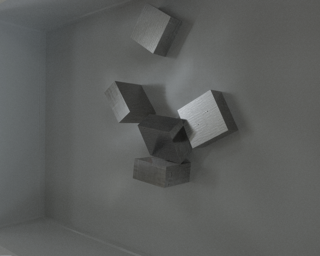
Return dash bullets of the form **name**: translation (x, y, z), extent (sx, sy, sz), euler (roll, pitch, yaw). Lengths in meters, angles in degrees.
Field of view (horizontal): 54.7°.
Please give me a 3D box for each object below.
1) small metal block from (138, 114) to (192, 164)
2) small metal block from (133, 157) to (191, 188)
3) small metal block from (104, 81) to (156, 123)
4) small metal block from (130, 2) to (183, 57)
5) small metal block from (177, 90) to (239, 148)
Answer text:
- **small metal block**: translation (0.006, 0.013, 0.384), extent (0.050, 0.025, 0.050), euler (12, 135, 39)
- **small metal block**: translation (0.003, 0.053, 0.386), extent (0.050, 0.050, 0.025), euler (9, 96, 39)
- **small metal block**: translation (-0.040, -0.034, 0.422), extent (0.025, 0.050, 0.050), euler (-42, 65, 32)
- **small metal block**: translation (-0.006, -0.130, 0.410), extent (0.050, 0.025, 0.050), euler (42, 115, 31)
- **small metal block**: translation (0.055, -0.009, 0.360), extent (0.050, 0.025, 0.050), euler (-32, 71, 35)
